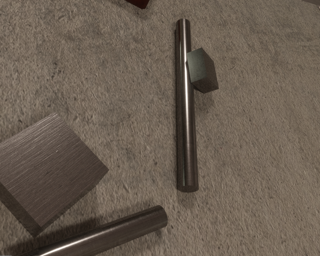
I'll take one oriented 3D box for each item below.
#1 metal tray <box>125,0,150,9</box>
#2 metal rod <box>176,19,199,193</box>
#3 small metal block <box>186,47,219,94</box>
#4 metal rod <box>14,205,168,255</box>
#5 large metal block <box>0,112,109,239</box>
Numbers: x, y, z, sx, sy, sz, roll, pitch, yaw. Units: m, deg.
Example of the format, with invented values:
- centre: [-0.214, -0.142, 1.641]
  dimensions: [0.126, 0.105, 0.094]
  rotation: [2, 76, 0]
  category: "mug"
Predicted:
- centre: [-0.049, -0.276, 0.544]
  dimensions: [0.090, 0.030, 0.130]
  rotation: [24, 53, -14]
  category: "metal tray"
- centre: [0.037, -0.052, 0.457]
  dimensions: [0.025, 0.025, 0.299]
  rotation: [15, 56, -21]
  category: "metal rod"
- centre: [0.066, -0.087, 0.475]
  dimensions: [0.050, 0.025, 0.050]
  rotation: [25, 53, -57]
  category: "small metal block"
- centre: [-0.123, 0.122, 0.263]
  dimensions: [0.303, 0.025, 0.025]
  rotation: [-11, 67, -33]
  category: "metal rod"
- centre: [-0.112, 0.044, 0.301]
  dimensions: [0.080, 0.050, 0.080]
  rotation: [47, 51, 4]
  category: "large metal block"
